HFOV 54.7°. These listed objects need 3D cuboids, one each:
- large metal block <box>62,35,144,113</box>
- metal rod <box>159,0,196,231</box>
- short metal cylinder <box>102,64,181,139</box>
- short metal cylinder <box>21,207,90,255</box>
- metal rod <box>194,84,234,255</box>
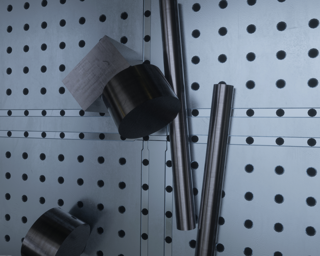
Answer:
[{"bbox_3d":[-0.064,-0.065,0.406,0.080,0.080,0.050,-42,77,15],"label":"large metal block"},{"bbox_3d":[0.022,-0.020,0.404,0.025,0.025,0.298,-5,88,20],"label":"metal rod"},{"bbox_3d":[-0.022,-0.031,0.373,0.080,0.080,0.050,-37,64,16],"label":"short metal cylinder"},{"bbox_3d":[-0.144,0.159,0.434,0.050,0.080,0.080,23,98,18],"label":"short metal cylinder"},{"bbox_3d":[0.063,0.095,0.390,0.025,0.025,0.298,7,92,20],"label":"metal rod"}]
